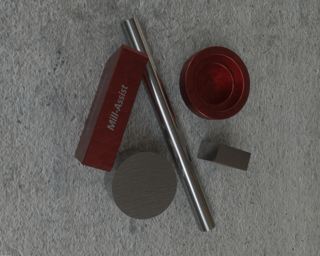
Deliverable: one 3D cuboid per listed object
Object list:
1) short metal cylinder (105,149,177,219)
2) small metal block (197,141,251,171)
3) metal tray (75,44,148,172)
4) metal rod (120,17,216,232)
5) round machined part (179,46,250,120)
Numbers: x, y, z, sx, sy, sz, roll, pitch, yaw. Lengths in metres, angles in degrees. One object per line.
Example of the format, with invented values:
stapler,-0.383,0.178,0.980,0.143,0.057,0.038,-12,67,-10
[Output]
short metal cylinder,-0.025,0.068,0.388,0.081,0.050,0.079,0,90,-21
small metal block,0.087,0.038,0.428,0.050,0.050,0.025,18,84,-20
metal tray,-0.059,-0.021,0.355,0.030,0.090,0.129,20,83,-19
metal rod,0.014,0.001,0.417,0.025,0.025,0.298,-24,98,-19
round machined part,0.071,-0.060,0.429,0.099,0.042,0.097,0,90,-21
